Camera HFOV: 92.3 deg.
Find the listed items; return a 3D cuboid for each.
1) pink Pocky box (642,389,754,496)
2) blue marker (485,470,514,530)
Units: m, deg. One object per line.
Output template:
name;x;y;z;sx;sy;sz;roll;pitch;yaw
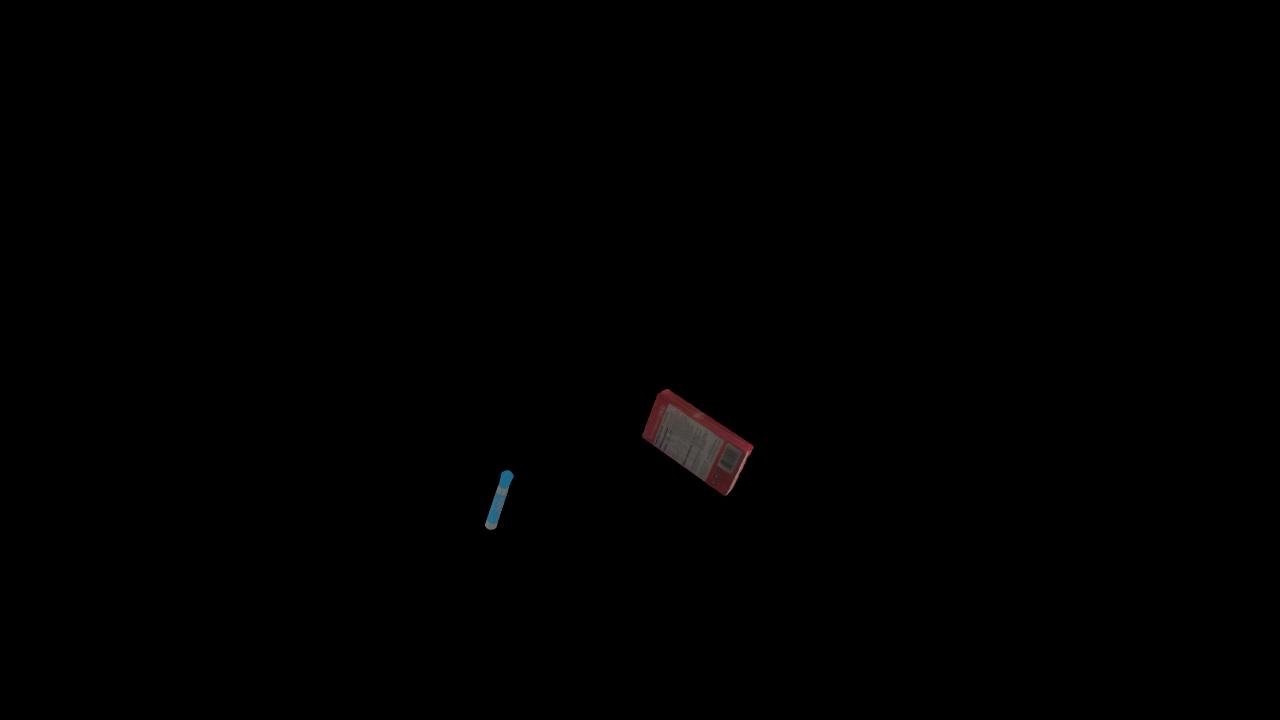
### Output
pink Pocky box;0.079;0.116;0.881;0.155;0.084;0.029;33;31;23
blue marker;-0.218;0.217;0.955;0.020;0.121;0.020;17;30;-10
